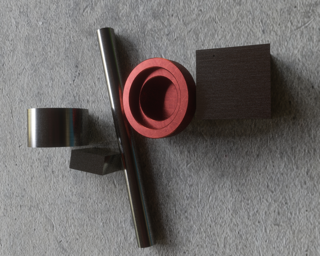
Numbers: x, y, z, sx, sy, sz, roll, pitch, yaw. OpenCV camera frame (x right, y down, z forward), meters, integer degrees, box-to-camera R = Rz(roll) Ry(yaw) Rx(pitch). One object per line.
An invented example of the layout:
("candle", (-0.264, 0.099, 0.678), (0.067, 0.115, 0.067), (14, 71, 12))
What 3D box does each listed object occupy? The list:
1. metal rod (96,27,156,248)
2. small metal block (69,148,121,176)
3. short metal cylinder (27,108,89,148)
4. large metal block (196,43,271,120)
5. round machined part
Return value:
("metal rod", (-0.047, 0.010, 0.424), (0.025, 0.025, 0.298), (-13, 86, 19))
("small metal block", (-0.087, 0.045, 0.425), (0.050, 0.050, 0.025), (9, 93, 19))
("short metal cylinder", (-0.140, 0.000, 0.427), (0.080, 0.080, 0.050), (-1, 90, 19))
("large metal block", (0.088, -0.050, 0.365), (0.080, 0.050, 0.079), (0, 90, 19))
("round machined part", (0.004, -0.037, 0.389), (0.098, 0.042, 0.097), (2, 93, 34))
